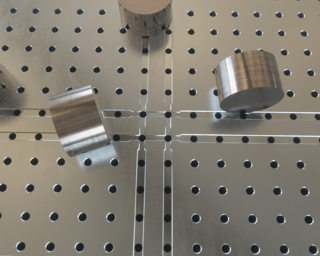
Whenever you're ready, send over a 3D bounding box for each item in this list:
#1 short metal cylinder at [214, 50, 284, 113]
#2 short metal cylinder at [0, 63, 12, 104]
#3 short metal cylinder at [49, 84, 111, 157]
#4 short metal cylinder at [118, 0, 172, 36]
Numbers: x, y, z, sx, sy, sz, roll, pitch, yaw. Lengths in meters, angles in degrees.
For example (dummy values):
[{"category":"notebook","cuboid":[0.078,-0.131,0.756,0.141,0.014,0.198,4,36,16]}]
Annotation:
[{"category":"short metal cylinder","cuboid":[0.115,-0.057,0.405,0.081,0.080,0.050,-4,70,-2]},{"category":"short metal cylinder","cuboid":[-0.253,-0.067,0.420,0.081,0.050,0.080,0,70,0]},{"category":"short metal cylinder","cuboid":[-0.097,-0.009,0.385,0.050,0.080,0.080,-18,71,-7]},{"category":"short metal cylinder","cuboid":[-0.022,-0.187,0.466,0.081,0.050,0.080,0,70,0]}]
